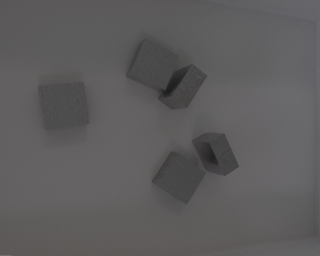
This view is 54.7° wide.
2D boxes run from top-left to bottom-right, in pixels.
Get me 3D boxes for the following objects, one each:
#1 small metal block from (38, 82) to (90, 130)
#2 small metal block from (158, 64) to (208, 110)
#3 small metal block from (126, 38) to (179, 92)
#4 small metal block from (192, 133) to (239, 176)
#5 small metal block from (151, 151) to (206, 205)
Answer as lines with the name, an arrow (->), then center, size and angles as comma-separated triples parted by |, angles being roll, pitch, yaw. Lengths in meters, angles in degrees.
small metal block -> -0.114, -0.026, 0.368 | 0.050, 0.025, 0.050 | -9, 93, -20
small metal block -> 0.029, -0.053, 0.408 | 0.025, 0.050, 0.050 | 36, 79, -17
small metal block -> -0.010, -0.081, 0.407 | 0.050, 0.025, 0.050 | 24, 82, -19
small metal block -> 0.075, 0.035, 0.425 | 0.025, 0.050, 0.050 | -29, 100, -18
small metal block -> 0.026, 0.067, 0.420 | 0.050, 0.025, 0.050 | 37, 78, -16
